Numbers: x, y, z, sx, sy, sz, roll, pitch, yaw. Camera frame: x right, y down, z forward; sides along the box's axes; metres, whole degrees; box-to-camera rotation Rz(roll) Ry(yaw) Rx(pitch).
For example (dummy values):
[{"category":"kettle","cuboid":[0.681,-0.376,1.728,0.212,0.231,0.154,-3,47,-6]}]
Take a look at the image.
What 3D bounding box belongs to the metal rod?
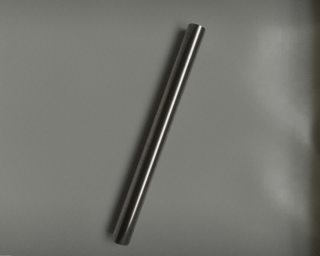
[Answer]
[{"category":"metal rod","cuboid":[-0.002,0.008,0.409,0.025,0.025,0.299,20,90,0]}]
